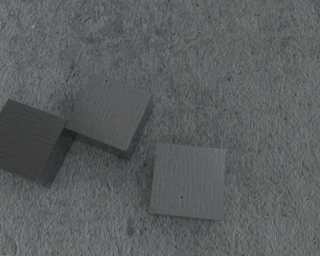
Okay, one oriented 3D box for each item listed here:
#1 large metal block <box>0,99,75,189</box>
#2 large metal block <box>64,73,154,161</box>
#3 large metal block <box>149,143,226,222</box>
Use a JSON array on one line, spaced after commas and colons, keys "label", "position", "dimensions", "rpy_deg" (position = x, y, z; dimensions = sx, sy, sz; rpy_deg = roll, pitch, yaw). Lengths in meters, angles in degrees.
[{"label": "large metal block", "position": [-0.163, 0.021, 0.386], "dimensions": [0.080, 0.050, 0.080], "rpy_deg": [20, 71, 7]}, {"label": "large metal block", "position": [-0.061, -0.013, 0.399], "dimensions": [0.080, 0.050, 0.080], "rpy_deg": [21, 71, 7]}, {"label": "large metal block", "position": [0.032, 0.067, 0.371], "dimensions": [0.080, 0.050, 0.080], "rpy_deg": [5, 70, 2]}]
